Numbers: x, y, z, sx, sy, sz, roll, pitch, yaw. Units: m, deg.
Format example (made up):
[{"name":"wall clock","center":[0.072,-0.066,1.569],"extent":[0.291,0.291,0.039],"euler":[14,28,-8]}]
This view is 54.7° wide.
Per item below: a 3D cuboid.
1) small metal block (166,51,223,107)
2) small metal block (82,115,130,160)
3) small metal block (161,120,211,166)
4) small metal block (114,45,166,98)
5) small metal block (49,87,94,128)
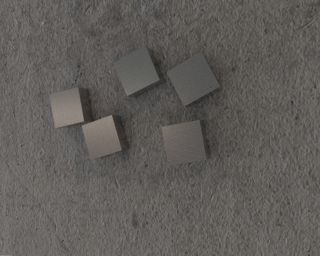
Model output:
[{"name":"small metal block","center":[0.044,-0.060,0.393],"extent":[0.050,0.025,0.050],"euler":[-29,81,17]},{"name":"small metal block","center":[-0.076,0.013,0.436],"extent":[0.050,0.025,0.050],"euler":[-18,84,19]},{"name":"small metal block","center":[0.034,0.019,0.397],"extent":[0.050,0.025,0.050],"euler":[-11,86,19]},{"name":"small metal block","center":[-0.027,-0.075,0.418],"extent":[0.050,0.025,0.050],"euler":[-24,82,18]},{"name":"small metal block","center":[-0.130,-0.029,0.455],"extent":[0.050,0.025,0.050],"euler":[-12,86,19]}]
